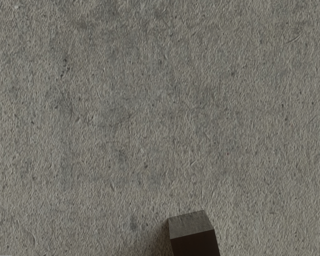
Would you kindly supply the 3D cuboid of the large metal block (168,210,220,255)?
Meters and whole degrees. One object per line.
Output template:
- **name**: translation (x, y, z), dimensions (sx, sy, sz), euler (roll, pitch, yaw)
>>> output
- **large metal block**: translation (0.045, 0.156, 0.383), dimensions (0.050, 0.080, 0.080), euler (-13, 90, 0)
